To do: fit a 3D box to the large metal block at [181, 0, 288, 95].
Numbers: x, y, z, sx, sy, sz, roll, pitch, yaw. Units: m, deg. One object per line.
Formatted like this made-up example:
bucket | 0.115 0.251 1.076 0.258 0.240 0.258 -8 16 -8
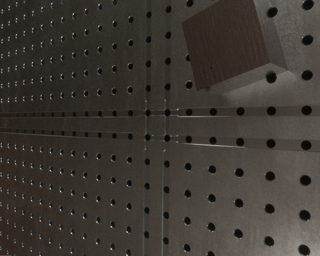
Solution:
large metal block | 0.077 -0.087 0.328 0.080 0.050 0.080 -19 78 38
